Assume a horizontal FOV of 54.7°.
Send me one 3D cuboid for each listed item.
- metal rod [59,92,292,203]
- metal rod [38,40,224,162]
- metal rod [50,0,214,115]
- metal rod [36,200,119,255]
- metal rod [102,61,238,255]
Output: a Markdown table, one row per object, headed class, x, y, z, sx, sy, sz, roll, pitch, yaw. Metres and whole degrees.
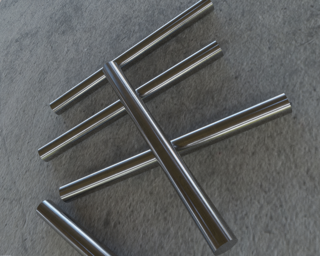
| class | x | y | z | sx | sy | sz | roll | pitch | yaw |
| --- | --- | --- | --- | --- | --- | --- | --- | --- | --- |
| metal rod | 0.008 | 0.030 | 0.380 | 0.301 | 0.025 | 0.025 | -23 | 53 | 13 |
| metal rod | -0.047 | -0.035 | 0.448 | 0.300 | 0.025 | 0.025 | -30 | 52 | 8 |
| metal rod | -0.048 | -0.113 | 0.496 | 0.300 | 0.025 | 0.025 | -33 | 52 | 6 |
| metal rod | -0.042 | 0.155 | 0.329 | 0.300 | 0.025 | 0.025 | 23 | 74 | 36 |
| metal rod | -0.007 | 0.009 | 0.367 | 0.025 | 0.025 | 0.300 | -37 | 51 | 3 |
